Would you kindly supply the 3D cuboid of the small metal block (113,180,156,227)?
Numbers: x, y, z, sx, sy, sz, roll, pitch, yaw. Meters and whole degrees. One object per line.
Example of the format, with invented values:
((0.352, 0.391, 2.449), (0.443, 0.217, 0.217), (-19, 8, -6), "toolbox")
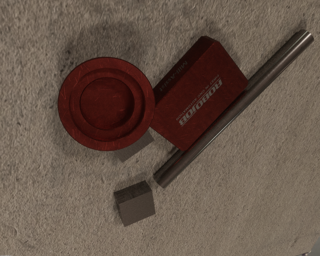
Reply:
((-0.037, 0.112, 0.457), (0.050, 0.025, 0.050), (-19, 126, -18), "small metal block")

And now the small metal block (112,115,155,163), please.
((-0.043, 0.008, 0.390), (0.050, 0.025, 0.050), (-36, 130, -5), "small metal block")

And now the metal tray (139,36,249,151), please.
((0.044, -0.041, 0.404), (0.130, 0.030, 0.090), (-47, 130, 5), "metal tray")

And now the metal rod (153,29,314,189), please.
((0.104, -0.025, 0.450), (0.300, 0.025, 0.025), (-45, 130, 3), "metal rod")

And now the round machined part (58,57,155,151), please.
((-0.057, -0.027, 0.335), (0.099, 0.042, 0.097), (-3, 104, -13), "round machined part")
